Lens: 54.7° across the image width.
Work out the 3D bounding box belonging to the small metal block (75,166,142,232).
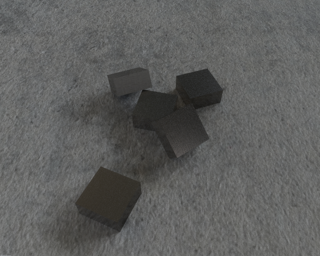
[{"bbox_3d":[-0.055,0.077,0.338,0.050,0.025,0.050,19,53,15],"label":"small metal block"}]

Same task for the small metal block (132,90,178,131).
[{"bbox_3d":[-0.006,-0.023,0.422,0.050,0.025,0.050,11,51,8],"label":"small metal block"}]

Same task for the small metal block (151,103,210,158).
[{"bbox_3d":[0.025,0.003,0.384,0.050,0.025,0.050,-28,95,-22],"label":"small metal block"}]

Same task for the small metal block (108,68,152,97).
[{"bbox_3d":[-0.044,-0.067,0.444,0.050,0.025,0.050,-17,19,-14],"label":"small metal block"}]

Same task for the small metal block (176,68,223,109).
[{"bbox_3d":[0.056,-0.057,0.452,0.050,0.025,0.050,-15,52,-13],"label":"small metal block"}]
